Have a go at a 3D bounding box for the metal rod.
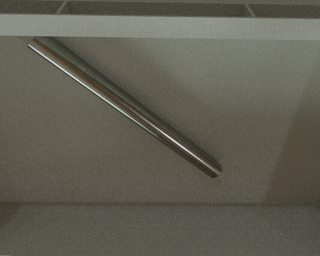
[{"bbox_3d":[-0.025,-0.016,0.395,0.301,0.025,0.025,36,121,-27],"label":"metal rod"}]
